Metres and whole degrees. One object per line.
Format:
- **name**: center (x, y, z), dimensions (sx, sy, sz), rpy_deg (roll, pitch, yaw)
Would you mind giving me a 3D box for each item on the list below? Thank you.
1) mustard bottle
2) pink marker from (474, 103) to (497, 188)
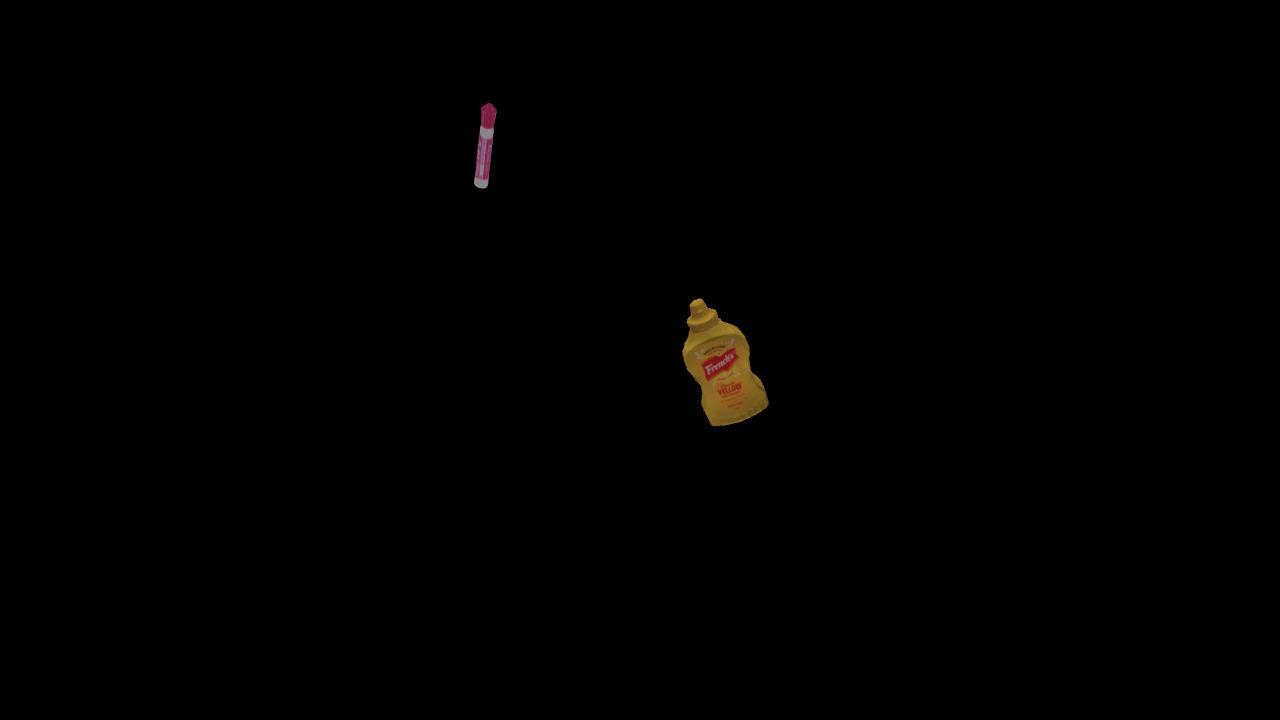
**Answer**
- **mustard bottle**: center (0.107, -0.001, 0.839), dimensions (0.092, 0.184, 0.054), rpy_deg (-18, 25, 13)
- **pink marker**: center (-0.200, -0.275, 0.794), dimensions (0.020, 0.020, 0.121), rpy_deg (0, -36, -20)
